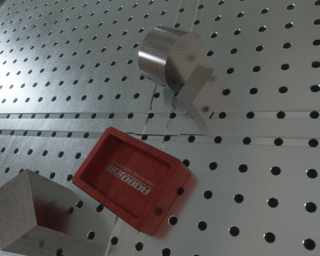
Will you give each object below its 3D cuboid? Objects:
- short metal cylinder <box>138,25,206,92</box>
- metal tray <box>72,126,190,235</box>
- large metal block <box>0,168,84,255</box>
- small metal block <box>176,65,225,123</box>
[{"bbox_3d":[0.017,-0.094,0.422,0.050,0.080,0.080,29,78,37],"label":"short metal cylinder"},{"bbox_3d":[-0.040,0.060,0.388,0.130,0.030,0.090,23,74,36],"label":"metal tray"},{"bbox_3d":[-0.149,0.109,0.385,0.050,0.080,0.080,-35,51,5],"label":"large metal block"},{"bbox_3d":[0.053,-0.042,0.390,0.025,0.050,0.050,25,75,37],"label":"small metal block"}]
